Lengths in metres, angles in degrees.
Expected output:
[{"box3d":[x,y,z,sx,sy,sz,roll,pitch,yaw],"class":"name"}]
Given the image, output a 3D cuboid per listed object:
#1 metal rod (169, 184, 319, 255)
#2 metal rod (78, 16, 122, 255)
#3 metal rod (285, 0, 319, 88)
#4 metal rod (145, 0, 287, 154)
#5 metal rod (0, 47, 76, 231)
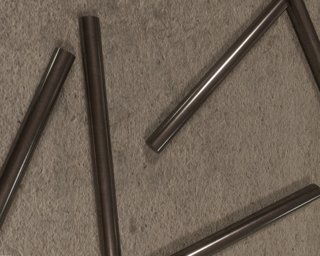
[{"box3d":[0.120,0.149,0.455,0.302,0.025,0.025,-19,97,-19],"class":"metal rod"},{"box3d":[-0.073,0.016,0.382,0.025,0.025,0.298,-6,92,-20],"class":"metal rod"},{"box3d":[0.250,-0.127,0.503,0.025,0.025,0.299,-31,100,-18],"class":"metal rod"},{"box3d":[0.087,-0.083,0.442,0.025,0.025,0.301,46,76,-15],"class":"metal rod"},{"box3d":[-0.165,0.049,0.348,0.025,0.025,0.299,24,82,-19],"class":"metal rod"}]
